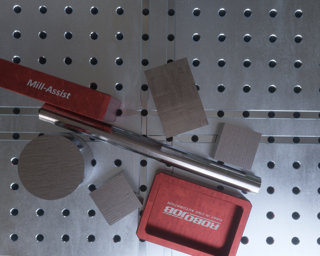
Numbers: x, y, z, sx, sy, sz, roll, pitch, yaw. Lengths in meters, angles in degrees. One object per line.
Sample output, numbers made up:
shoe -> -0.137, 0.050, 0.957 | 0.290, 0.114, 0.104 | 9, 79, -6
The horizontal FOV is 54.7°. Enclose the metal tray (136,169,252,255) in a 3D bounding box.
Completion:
metal tray -> 0.044, 0.117, 0.411 | 0.131, 0.030, 0.090 | 18, 90, 0

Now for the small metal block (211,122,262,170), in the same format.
small metal block -> 0.101, 0.024, 0.414 | 0.050, 0.025, 0.050 | 17, 90, 0

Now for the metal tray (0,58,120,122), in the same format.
metal tray -> -0.120, -0.042, 0.379 | 0.131, 0.090, 0.030 | 19, 90, 0

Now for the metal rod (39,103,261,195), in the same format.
metal rod -> -0.012, 0.028, 0.413 | 0.301, 0.025, 0.025 | 19, 90, 0

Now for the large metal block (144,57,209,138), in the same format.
large metal block -> 0.019, -0.034, 0.387 | 0.050, 0.080, 0.080 | -19, 90, 0

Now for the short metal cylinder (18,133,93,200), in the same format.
short metal cylinder -> -0.132, 0.047, 0.399 | 0.081, 0.050, 0.080 | 0, 90, 0

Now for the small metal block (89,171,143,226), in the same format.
small metal block -> -0.057, 0.093, 0.413 | 0.050, 0.025, 0.050 | -32, 90, 0
